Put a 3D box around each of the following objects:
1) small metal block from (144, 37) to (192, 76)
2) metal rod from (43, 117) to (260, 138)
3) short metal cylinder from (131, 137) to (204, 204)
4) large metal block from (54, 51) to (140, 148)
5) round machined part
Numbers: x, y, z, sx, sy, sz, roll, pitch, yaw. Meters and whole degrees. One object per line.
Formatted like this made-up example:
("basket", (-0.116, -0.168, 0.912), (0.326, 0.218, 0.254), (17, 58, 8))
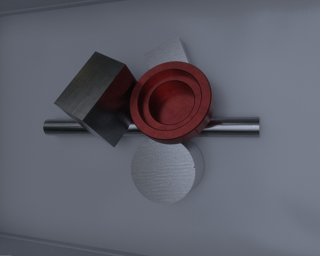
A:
("small metal block", (0.014, -0.082, 0.404), (0.050, 0.025, 0.050), (-22, 83, 18))
("metal rod", (-0.024, -0.001, 0.415), (0.301, 0.025, 0.025), (0, 90, 19))
("short metal cylinder", (0.011, 0.050, 0.390), (0.080, 0.050, 0.079), (0, 90, 19))
("large metal block", (-0.069, -0.034, 0.387), (0.050, 0.080, 0.080), (28, 76, 28))
("round machined part", (0.017, -0.027, 0.373), (0.098, 0.042, 0.098), (-6, 70, 18))
